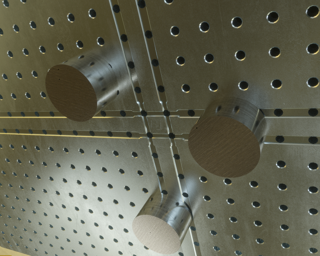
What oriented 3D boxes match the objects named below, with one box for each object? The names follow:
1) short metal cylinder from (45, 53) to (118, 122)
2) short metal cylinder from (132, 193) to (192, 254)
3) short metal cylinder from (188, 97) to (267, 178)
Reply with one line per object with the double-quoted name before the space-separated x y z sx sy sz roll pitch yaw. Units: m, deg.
"short metal cylinder" -0.104 -0.055 0.416 0.080 0.050 0.079 13 124 21
"short metal cylinder" 0.004 0.149 0.486 0.080 0.050 0.079 13 124 21
"short metal cylinder" 0.079 0.011 0.360 0.080 0.050 0.079 13 124 21
